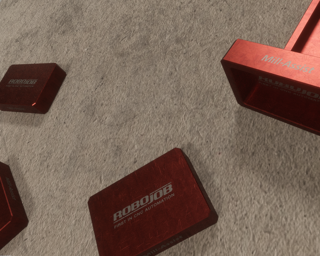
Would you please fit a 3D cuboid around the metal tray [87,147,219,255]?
[{"bbox_3d":[-0.013,0.092,0.350,0.130,0.030,0.090,-31,52,8],"label":"metal tray"}]

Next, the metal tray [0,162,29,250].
[{"bbox_3d":[-0.255,0.119,0.459,0.090,0.030,0.130,-42,51,-1],"label":"metal tray"}]

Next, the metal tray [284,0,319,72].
[{"bbox_3d":[0.207,-0.107,0.357,0.090,0.030,0.130,24,74,36],"label":"metal tray"}]

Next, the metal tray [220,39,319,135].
[{"bbox_3d":[0.133,-0.037,0.314,0.130,0.090,0.030,28,77,37],"label":"metal tray"}]

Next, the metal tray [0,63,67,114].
[{"bbox_3d":[-0.245,-0.074,0.572,0.130,0.030,0.090,5,64,30],"label":"metal tray"}]
